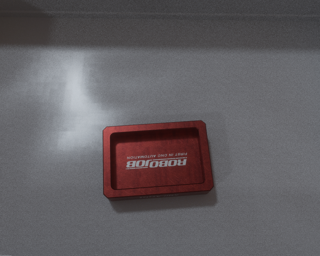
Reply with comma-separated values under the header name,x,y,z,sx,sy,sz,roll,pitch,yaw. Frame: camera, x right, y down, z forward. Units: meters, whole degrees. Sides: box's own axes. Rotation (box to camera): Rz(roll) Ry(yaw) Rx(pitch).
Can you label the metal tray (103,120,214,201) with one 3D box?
name,x,y,z,sx,sy,sz,roll,pitch,yaw
metal tray,-0.004,0.041,0.392,0.131,0.030,0.090,-4,70,-2
